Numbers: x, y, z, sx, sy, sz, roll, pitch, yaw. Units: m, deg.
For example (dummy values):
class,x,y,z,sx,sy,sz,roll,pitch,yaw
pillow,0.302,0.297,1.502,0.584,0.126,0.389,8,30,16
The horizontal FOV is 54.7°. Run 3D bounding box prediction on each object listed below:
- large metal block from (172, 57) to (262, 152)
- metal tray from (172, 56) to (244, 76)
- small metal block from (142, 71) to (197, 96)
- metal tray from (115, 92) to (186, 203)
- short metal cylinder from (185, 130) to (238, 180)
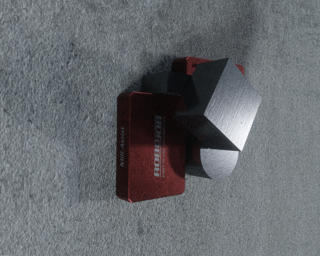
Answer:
class,x,y,z,sx,sy,sz,roll,pitch,yaw
large metal block,0.073,-0.027,0.384,0.080,0.050,0.080,40,66,-33
metal tray,0.077,-0.054,0.466,0.131,0.030,0.089,-2,92,-40
small metal block,0.012,-0.055,0.400,0.050,0.050,0.025,1,90,-40
metal tray,-0.010,0.023,0.396,0.091,0.030,0.129,1,90,-40
short metal cylinder,0.068,0.032,0.446,0.081,0.050,0.080,0,91,-39
